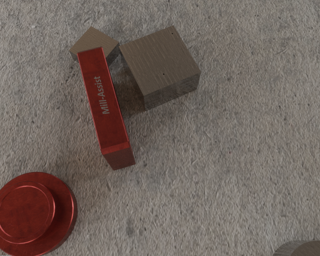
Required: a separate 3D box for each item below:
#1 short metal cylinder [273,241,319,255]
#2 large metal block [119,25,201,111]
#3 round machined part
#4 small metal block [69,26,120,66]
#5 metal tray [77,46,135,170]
[{"bbox_3d":[0.166,0.164,0.336,0.081,0.050,0.080,0,70,0],"label":"short metal cylinder"},{"bbox_3d":[-0.001,-0.081,0.425,0.080,0.050,0.080,-24,72,-9],"label":"large metal block"},{"bbox_3d":[-0.151,0.099,0.362,0.099,0.042,0.098,0,70,0],"label":"round machined part"},{"bbox_3d":[-0.093,-0.111,0.448,0.050,0.025,0.050,32,73,11],"label":"small metal block"},{"bbox_3d":[-0.064,-0.021,0.380,0.030,0.090,0.130,-16,71,-6],"label":"metal tray"}]
